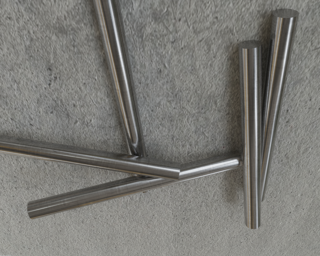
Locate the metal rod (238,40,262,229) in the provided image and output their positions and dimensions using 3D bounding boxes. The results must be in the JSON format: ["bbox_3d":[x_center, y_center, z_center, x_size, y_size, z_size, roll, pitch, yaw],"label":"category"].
[{"bbox_3d":[0.123,0.031,0.415,0.025,0.025,0.298,-8,124,6],"label":"metal rod"}]

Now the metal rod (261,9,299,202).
[{"bbox_3d":[0.141,-0.002,0.406,0.025,0.025,0.298,-5,130,4],"label":"metal rod"}]

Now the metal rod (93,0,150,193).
[{"bbox_3d":[-0.039,-0.022,0.388,0.025,0.025,0.298,-4,130,4],"label":"metal rod"}]

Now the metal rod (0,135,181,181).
[{"bbox_3d":[-0.124,0.036,0.415,0.302,0.025,0.025,9,130,0],"label":"metal rod"}]

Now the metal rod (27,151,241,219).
[{"bbox_3d":[-0.032,0.079,0.438,0.302,0.025,0.025,-13,130,-3],"label":"metal rod"}]
